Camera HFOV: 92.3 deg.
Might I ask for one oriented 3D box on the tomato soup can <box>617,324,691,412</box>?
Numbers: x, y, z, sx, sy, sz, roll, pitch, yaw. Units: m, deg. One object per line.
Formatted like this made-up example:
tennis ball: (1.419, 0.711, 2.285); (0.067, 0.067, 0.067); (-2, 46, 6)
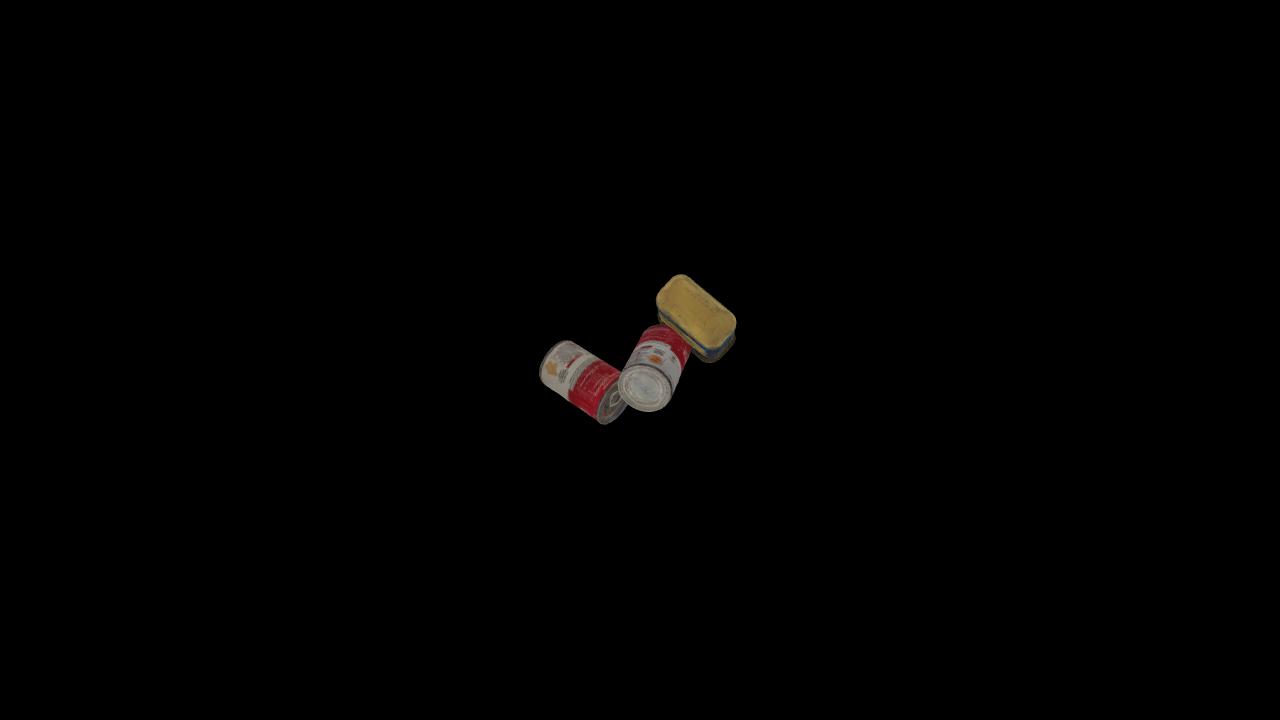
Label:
tomato soup can: (0.018, 0.008, 0.746); (0.068, 0.068, 0.101); (0, 30, 18)

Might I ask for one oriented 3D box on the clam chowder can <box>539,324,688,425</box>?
clam chowder can: (-0.067, 0.026, 0.766); (0.102, 0.068, 0.068); (32, 15, 25)

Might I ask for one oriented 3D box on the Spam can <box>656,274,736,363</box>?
Spam can: (0.067, -0.049, 0.744); (0.101, 0.058, 0.085); (41, -3, 11)
